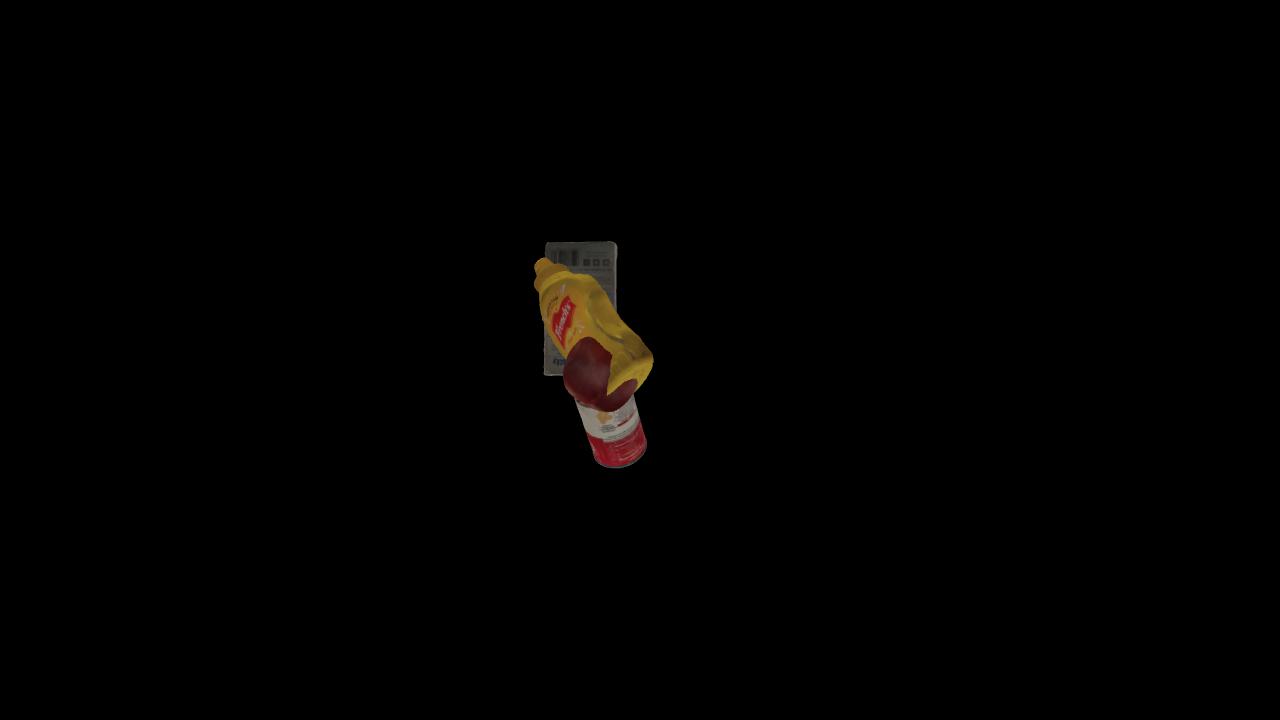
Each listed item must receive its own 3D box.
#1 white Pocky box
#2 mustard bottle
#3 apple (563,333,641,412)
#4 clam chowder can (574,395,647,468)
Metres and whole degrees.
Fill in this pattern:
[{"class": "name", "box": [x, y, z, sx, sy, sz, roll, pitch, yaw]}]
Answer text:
[{"class": "white Pocky box", "box": [-0.068, -0.058, 0.710, 0.084, 0.154, 0.028, 0, 0, 5]}, {"class": "mustard bottle", "box": [-0.062, -0.041, 0.657, 0.054, 0.184, 0.092, -18, -28, -38]}, {"class": "apple", "box": [-0.037, 0.008, 0.638, 0.079, 0.093, 0.079, 33, 10, -6]}, {"class": "clam chowder can", "box": [-0.034, 0.068, 0.720, 0.068, 0.102, 0.068, -9, 37, 7]}]
